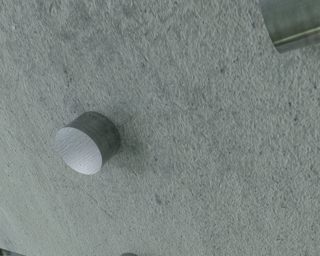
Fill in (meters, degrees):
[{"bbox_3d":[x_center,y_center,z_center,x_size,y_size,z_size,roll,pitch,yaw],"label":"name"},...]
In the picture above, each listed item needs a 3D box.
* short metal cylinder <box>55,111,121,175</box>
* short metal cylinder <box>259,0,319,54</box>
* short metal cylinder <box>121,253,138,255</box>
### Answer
[{"bbox_3d":[-0.106,0.022,0.460,0.080,0.050,0.079,13,124,21],"label":"short metal cylinder"},{"bbox_3d":[0.113,-0.105,0.246,0.050,0.080,0.080,-12,113,33],"label":"short metal cylinder"},{"bbox_3d":[-0.057,0.291,0.601,0.080,0.050,0.079,13,124,21],"label":"short metal cylinder"}]
